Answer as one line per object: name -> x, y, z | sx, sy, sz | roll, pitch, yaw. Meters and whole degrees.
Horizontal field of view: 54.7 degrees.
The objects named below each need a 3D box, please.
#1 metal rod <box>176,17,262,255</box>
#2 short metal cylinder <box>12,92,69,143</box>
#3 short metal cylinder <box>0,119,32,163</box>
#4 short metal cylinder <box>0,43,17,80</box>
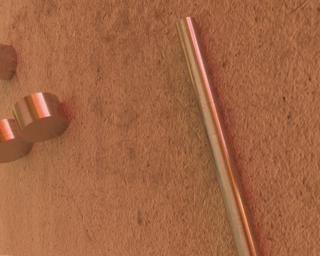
metal rod -> 0.066, 0.014, 0.350 | 0.025, 0.025, 0.299 | -22, 76, 38
short metal cylinder -> -0.208, -0.017, 0.541 | 0.080, 0.081, 0.050 | -43, 64, 31
short metal cylinder -> -0.307, 0.027, 0.622 | 0.080, 0.081, 0.050 | -49, 61, 29
short metal cylinder -> -0.360, -0.148, 0.686 | 0.080, 0.050, 0.080 | 0, 90, 40
